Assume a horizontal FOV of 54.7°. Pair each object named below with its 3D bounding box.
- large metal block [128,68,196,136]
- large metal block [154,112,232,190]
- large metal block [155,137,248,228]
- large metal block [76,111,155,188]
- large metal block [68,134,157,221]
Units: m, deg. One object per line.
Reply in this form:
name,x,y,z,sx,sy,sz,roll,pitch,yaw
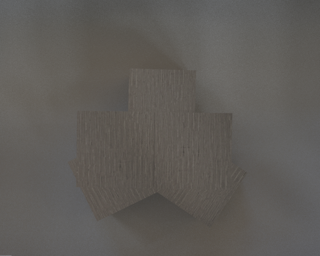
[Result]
large metal block,0.002,-0.031,0.397,0.081,0.050,0.080,2,90,0
large metal block,0.034,0.024,0.346,0.081,0.050,0.080,1,90,0
large metal block,0.050,0.064,0.396,0.080,0.050,0.080,34,90,0
large metal block,-0.046,0.022,0.347,0.081,0.050,0.080,1,90,0
large metal block,-0.057,0.059,0.397,0.080,0.050,0.080,-26,90,0
